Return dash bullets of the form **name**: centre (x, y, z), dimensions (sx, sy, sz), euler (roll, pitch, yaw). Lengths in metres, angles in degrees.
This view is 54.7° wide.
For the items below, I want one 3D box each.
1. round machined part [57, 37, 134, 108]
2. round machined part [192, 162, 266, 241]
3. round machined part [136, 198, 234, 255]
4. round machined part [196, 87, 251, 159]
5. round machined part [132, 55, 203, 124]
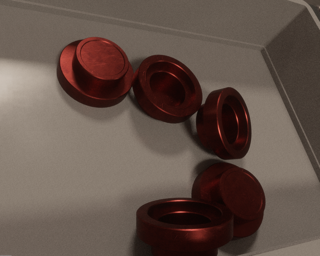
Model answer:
- **round machined part**: centre (-0.079, -0.078, 0.401), dimensions (0.099, 0.042, 0.098), euler (14, 56, -21)
- **round machined part**: centre (0.093, 0.088, 0.393), dimensions (0.099, 0.042, 0.098), euler (14, 56, -21)
- **round machined part**: centre (0.025, 0.106, 0.319), dimensions (0.099, 0.098, 0.042), euler (-2, 94, -30)
- **round machined part**: centre (0.086, -0.005, 0.429), dimensions (0.099, 0.042, 0.098), euler (14, 71, -48)
- **round machined part**: centre (0.006, -0.049, 0.427), dimensions (0.099, 0.042, 0.098), euler (15, 56, -24)
